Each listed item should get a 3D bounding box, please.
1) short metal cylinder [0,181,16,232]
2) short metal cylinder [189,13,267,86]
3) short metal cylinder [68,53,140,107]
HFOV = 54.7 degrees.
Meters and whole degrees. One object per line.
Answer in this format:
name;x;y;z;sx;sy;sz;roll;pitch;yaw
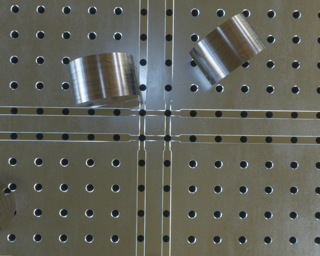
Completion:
short metal cylinder;-0.238;0.108;0.398;0.081;0.050;0.079;0;90;-1
short metal cylinder;0.084;-0.096;0.387;0.080;0.080;0.050;-35;90;0
short metal cylinder;-0.068;-0.058;0.385;0.080;0.080;0.050;-10;90;0
